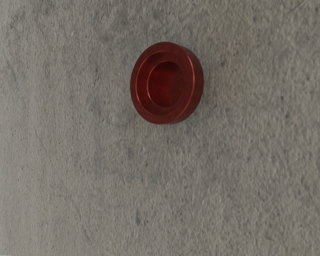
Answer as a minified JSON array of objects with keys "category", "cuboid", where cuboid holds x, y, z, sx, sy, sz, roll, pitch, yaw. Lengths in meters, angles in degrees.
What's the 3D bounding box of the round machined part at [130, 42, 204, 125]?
[{"category":"round machined part","cuboid":[0.013,-0.053,0.382,0.098,0.042,0.097,0,90,39]}]
